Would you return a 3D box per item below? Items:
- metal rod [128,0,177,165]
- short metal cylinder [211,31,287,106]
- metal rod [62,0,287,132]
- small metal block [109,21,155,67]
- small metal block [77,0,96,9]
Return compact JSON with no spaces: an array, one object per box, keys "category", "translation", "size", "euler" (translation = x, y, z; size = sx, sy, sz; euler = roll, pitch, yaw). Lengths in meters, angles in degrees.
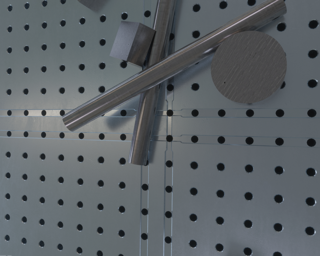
[{"category":"metal rod","translation":[-0.004,-0.098,0.413],"size":[0.025,0.025,0.298],"euler":[12,94,19]},{"category":"short metal cylinder","translation":[0.104,-0.067,0.363],"size":[0.080,0.050,0.079],"euler":[0,90,20]},{"category":"metal rod","translation":[0.011,-0.076,0.386],"size":[0.301,0.025,0.025],"euler":[-28,81,9]},{"category":"small metal block","translation":[-0.038,-0.113,0.414],"size":[0.050,0.025,0.050],"euler":[29,101,51]},{"category":"small metal block","translation":[-0.109,-0.214,0.451],"size":[0.050,0.025,0.050],"euler":[-45,76,14]}]
